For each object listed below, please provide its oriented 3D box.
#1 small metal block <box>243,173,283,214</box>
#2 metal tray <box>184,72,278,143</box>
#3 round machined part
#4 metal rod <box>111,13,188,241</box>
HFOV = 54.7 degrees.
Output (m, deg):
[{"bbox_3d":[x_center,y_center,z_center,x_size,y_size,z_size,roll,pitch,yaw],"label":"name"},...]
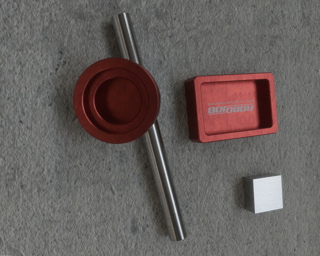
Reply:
[{"bbox_3d":[0.155,0.097,0.467,0.050,0.025,0.050,-4,92,-20],"label":"small metal block"},{"bbox_3d":[0.104,-0.030,0.444,0.131,0.030,0.089,-6,92,-20],"label":"metal tray"},{"bbox_3d":[-0.048,-0.033,0.369,0.099,0.042,0.097,1,97,6],"label":"round machined part"},{"bbox_3d":[-0.013,0.003,0.404,0.025,0.025,0.298,-17,96,-19],"label":"metal rod"}]
